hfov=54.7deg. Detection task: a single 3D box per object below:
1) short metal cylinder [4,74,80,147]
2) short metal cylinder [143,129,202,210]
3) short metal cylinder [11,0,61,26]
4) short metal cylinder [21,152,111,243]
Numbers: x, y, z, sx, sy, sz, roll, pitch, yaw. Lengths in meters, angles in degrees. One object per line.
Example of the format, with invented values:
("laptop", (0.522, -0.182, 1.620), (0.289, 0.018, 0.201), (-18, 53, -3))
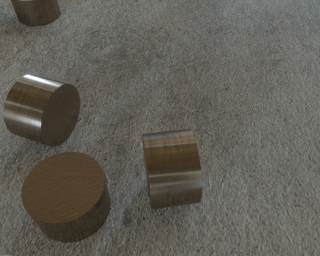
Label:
("short metal cylinder", (-0.143, -0.022, 0.385), (0.050, 0.080, 0.080), (16, 52, 13))
("short metal cylinder", (0.011, 0.043, 0.331), (0.050, 0.080, 0.080), (-6, 50, -5))
("short metal cylinder", (-0.235, -0.236, 0.584), (0.080, 0.050, 0.080), (0, 50, 0))
("short metal cylinder", (-0.095, 0.072, 0.326), (0.080, 0.050, 0.080), (0, 50, 0))
